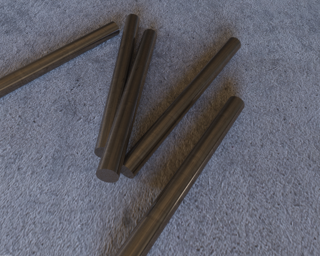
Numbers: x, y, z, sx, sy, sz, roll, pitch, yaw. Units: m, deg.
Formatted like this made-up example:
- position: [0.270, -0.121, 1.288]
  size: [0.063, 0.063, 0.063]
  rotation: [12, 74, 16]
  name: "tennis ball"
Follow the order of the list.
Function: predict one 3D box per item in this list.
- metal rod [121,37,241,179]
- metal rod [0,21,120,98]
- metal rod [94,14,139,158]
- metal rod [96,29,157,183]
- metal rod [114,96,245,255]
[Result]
- position: [0.042, -0.046, 0.441]
  size: [0.025, 0.025, 0.301]
  rotation: [27, 55, 21]
  name: "metal rod"
- position: [-0.185, -0.095, 0.481]
  size: [0.025, 0.025, 0.302]
  rotation: [37, 59, 26]
  name: "metal rod"
- position: [-0.058, -0.084, 0.472]
  size: [0.025, 0.025, 0.300]
  rotation: [3, 50, 2]
  name: "metal rod"
- position: [-0.037, -0.055, 0.433]
  size: [0.025, 0.025, 0.300]
  rotation: [6, 46, 5]
  name: "metal rod"
- position: [0.024, 0.062, 0.351]
  size: [0.025, 0.025, 0.301]
  rotation: [27, 55, 20]
  name: "metal rod"
